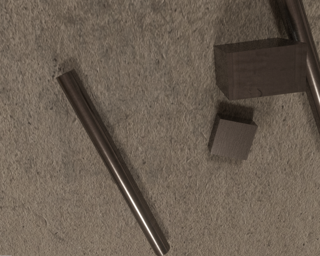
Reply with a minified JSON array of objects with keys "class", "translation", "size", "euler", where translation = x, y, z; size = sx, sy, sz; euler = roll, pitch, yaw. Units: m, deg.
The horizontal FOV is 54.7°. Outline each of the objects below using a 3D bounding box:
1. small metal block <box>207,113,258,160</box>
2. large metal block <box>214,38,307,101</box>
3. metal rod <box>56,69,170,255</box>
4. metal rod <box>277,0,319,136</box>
[{"class":"small metal block","translation":[0.096,0.011,0.415],"size":[0.050,0.025,0.050],"euler":[11,110,-5]},{"class":"large metal block","translation":[0.110,-0.071,0.356],"size":[0.080,0.080,0.050],"euler":[-7,110,2]},{"class":"metal rod","translation":[-0.057,0.060,0.431],"size":[0.025,0.025,0.299],"euler":[-23,109,8]},{"class":"metal rod","translation":[0.168,-0.110,0.371],"size":[0.025,0.025,0.299],"euler":[-24,109,8]}]
